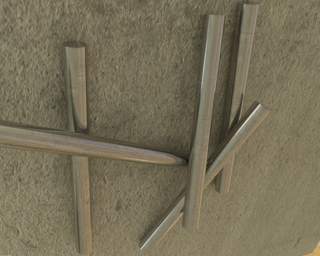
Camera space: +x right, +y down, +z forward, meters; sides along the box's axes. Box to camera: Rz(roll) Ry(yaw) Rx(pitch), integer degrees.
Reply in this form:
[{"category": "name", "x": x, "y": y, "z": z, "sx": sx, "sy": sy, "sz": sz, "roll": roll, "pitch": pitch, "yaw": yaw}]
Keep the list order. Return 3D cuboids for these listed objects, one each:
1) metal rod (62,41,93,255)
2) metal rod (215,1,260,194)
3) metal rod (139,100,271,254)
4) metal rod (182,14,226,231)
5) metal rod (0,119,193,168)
[{"category": "metal rod", "x": -0.098, "y": 0.046, "z": 0.381, "sx": 0.025, "sy": 0.025, "sz": 0.298, "roll": -9, "pitch": 122, "yaw": -24}, {"category": "metal rod", "x": 0.106, "y": -0.023, "z": 0.449, "sx": 0.025, "sy": 0.025, "sz": 0.298, "roll": -13, "pitch": 124, "yaw": -21}, {"category": "metal rod", "x": 0.058, "y": 0.084, "z": 0.470, "sx": 0.025, "sy": 0.025, "sz": 0.299, "roll": 22, "pitch": 113, "yaw": -36}, {"category": "metal rod", "x": 0.055, "y": 0.007, "z": 0.413, "sx": 0.025, "sy": 0.025, "sz": 0.298, "roll": -7, "pitch": 113, "yaw": -25}, {"category": "metal rod", "x": -0.053, "y": 0.026, "z": 0.366, "sx": 0.302, "sy": 0.025, "sz": 0.025, "roll": 13, "pitch": 112, "yaw": -43}]
